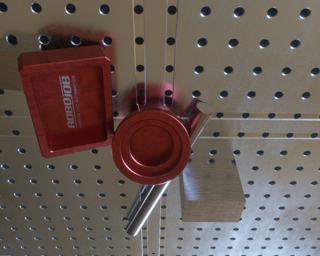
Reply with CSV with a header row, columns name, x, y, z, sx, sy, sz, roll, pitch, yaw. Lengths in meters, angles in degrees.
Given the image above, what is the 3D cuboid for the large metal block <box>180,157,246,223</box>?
name,x,y,z,sx,sy,sz,roll,pitch,yaw
large metal block,0.072,0.089,0.452,0.081,0.080,0.050,1,130,-2

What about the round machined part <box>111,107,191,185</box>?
name,x,y,z,sx,sy,sz,roll,pitch,yaw
round machined part,-0.011,0.021,0.402,0.099,0.042,0.097,0,105,-1

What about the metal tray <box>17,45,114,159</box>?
name,x,y,z,sx,sy,sz,roll,pitch,yaw
metal tray,-0.103,-0.027,0.363,0.091,0.030,0.129,-12,133,-18

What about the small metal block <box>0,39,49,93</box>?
name,x,y,z,sx,sy,sz,roll,pitch,yaw
small metal block,-0.155,-0.069,0.350,0.050,0.025,0.050,6,130,-5

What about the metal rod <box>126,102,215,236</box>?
name,x,y,z,sx,sy,sz,roll,pitch,yaw
metal rod,0.003,0.081,0.480,0.025,0.025,0.298,16,128,-14
